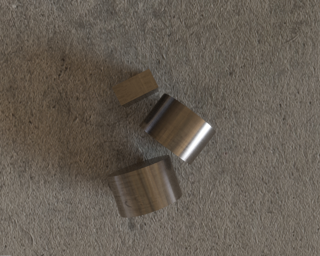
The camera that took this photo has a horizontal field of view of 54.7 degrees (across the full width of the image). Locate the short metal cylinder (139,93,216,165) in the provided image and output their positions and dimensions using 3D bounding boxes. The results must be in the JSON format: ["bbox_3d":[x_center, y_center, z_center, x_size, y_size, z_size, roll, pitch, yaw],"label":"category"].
[{"bbox_3d":[0.021,0.001,0.383,0.080,0.080,0.050,37,90,-1],"label":"short metal cylinder"}]

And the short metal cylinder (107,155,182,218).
[{"bbox_3d":[-0.019,0.070,0.382,0.080,0.080,0.050,-18,90,0],"label":"short metal cylinder"}]

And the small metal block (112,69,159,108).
[{"bbox_3d":[-0.030,-0.049,0.397,0.050,0.050,0.025,-27,90,0],"label":"small metal block"}]
